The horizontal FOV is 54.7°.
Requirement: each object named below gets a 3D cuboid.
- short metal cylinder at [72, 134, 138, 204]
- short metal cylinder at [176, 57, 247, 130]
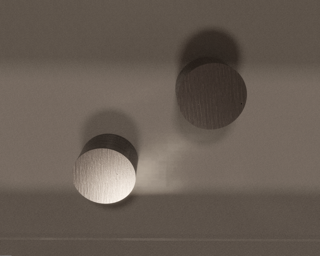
[{"bbox_3d":[-0.071,0.054,0.417,0.081,0.050,0.079,0,110,-1],"label":"short metal cylinder"},{"bbox_3d":[0.061,-0.044,0.383,0.081,0.050,0.079,0,110,-1],"label":"short metal cylinder"}]
